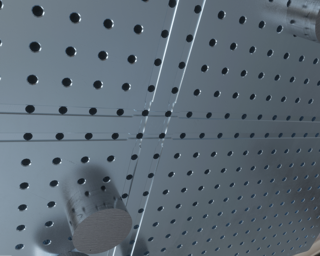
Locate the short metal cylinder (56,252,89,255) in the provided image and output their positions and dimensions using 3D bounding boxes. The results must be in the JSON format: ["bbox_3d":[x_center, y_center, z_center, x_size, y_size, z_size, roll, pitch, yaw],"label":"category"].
[{"bbox_3d":[-0.130,0.229,0.447,0.081,0.080,0.050,-5,121,-26],"label":"short metal cylinder"}]

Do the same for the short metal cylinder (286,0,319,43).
[{"bbox_3d":[0.222,-0.159,0.421,0.081,0.050,0.079,-14,124,-21],"label":"short metal cylinder"}]

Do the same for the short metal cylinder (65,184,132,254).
[{"bbox_3d":[-0.085,0.125,0.427,0.081,0.050,0.079,-14,124,-21],"label":"short metal cylinder"}]
